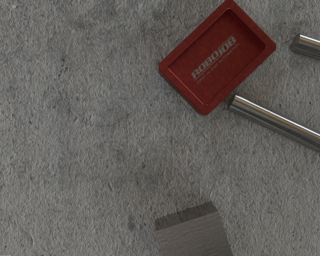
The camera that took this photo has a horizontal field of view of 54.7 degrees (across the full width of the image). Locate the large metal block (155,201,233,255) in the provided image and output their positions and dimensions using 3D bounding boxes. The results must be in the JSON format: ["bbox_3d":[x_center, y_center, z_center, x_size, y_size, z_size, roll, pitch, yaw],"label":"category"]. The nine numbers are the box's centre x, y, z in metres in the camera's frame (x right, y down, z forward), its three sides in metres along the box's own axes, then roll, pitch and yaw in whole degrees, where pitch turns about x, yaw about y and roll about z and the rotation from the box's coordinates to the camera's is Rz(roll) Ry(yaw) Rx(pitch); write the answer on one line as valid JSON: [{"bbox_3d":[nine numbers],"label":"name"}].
[{"bbox_3d":[0.045,0.150,0.398,0.080,0.050,0.080,-18,90,-1],"label":"large metal block"}]

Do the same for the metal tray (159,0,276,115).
[{"bbox_3d":[0.073,-0.091,0.408,0.130,0.030,0.090,-44,91,0],"label":"metal tray"}]

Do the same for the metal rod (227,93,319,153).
[{"bbox_3d":[0.231,0.028,0.413,0.301,0.025,0.025,25,90,-1],"label":"metal rod"}]

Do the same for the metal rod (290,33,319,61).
[{"bbox_3d":[0.323,-0.068,0.414,0.302,0.025,0.025,18,90,-1],"label":"metal rod"}]
